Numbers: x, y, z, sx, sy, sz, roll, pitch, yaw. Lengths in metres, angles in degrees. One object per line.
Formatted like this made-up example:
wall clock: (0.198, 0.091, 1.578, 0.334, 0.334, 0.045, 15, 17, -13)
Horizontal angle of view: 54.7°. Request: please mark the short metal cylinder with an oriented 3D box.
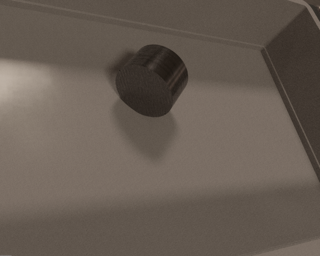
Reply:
short metal cylinder: (-0.010, -0.061, 0.403, 0.080, 0.080, 0.050, 36, 51, -5)
